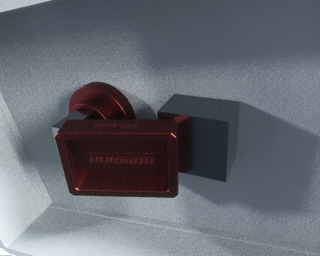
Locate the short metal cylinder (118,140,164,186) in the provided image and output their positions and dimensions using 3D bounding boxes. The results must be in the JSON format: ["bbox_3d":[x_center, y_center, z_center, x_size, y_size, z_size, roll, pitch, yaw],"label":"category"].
[{"bbox_3d":[-0.027,0.048,0.418,0.080,0.050,0.079,6,132,7],"label":"short metal cylinder"}]

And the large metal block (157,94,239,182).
[{"bbox_3d":[0.047,0.010,0.369,0.080,0.050,0.079,9,123,23],"label":"large metal block"}]

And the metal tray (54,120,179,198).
[{"bbox_3d":[-0.045,0.036,0.357,0.131,0.030,0.089,0,121,6],"label":"metal tray"}]

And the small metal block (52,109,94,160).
[{"bbox_3d":[-0.107,0.010,0.397,0.025,0.050,0.050,12,123,21],"label":"small metal block"}]

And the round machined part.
[{"bbox_3d":[-0.087,-0.012,0.432,0.098,0.042,0.097,13,124,20],"label":"round machined part"}]
